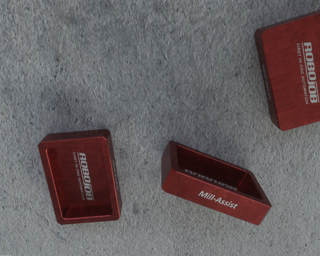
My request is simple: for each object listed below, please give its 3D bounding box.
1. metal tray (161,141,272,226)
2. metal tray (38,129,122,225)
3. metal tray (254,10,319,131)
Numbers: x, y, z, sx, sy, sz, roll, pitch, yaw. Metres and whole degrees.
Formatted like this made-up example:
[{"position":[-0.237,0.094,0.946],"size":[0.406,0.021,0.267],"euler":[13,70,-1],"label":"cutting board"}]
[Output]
[{"position":[0.067,0.067,0.400],"size":[0.131,0.090,0.030],"euler":[21,109,-8],"label":"metal tray"},{"position":[-0.107,0.070,0.431],"size":[0.091,0.030,0.129],"euler":[-5,110,1],"label":"metal tray"},{"position":[0.177,-0.070,0.383],"size":[0.090,0.030,0.129],"euler":[-16,110,6],"label":"metal tray"}]
